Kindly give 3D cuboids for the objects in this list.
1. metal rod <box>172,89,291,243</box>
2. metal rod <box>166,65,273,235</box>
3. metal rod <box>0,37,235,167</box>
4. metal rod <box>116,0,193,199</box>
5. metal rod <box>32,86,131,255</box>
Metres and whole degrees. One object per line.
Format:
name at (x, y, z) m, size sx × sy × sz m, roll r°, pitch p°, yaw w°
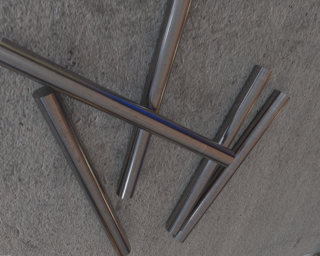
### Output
metal rod at (0.111, 0.069, 0.509) m, size 0.025 × 0.025 × 0.299 m, roll 23°, pitch 106°, yaw -37°
metal rod at (0.084, 0.044, 0.479) m, size 0.025 × 0.025 × 0.298 m, roll 14°, pitch 111°, yaw -34°
metal rod at (-0.028, -0.015, 0.353) m, size 0.302 × 0.025 × 0.025 m, roll 25°, pitch 105°, yaw -28°
metal rod at (-0.008, -0.039, 0.377) m, size 0.025 × 0.025 × 0.298 m, roll 3°, pitch 117°, yaw -30°
metal rod at (-0.089, 0.079, 0.406) m, size 0.025 × 0.025 × 0.298 m, roll -25°, pitch 128°, yaw -13°
